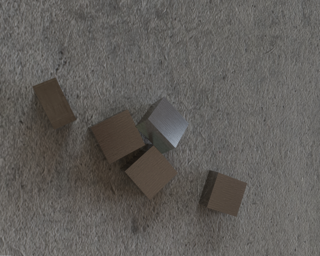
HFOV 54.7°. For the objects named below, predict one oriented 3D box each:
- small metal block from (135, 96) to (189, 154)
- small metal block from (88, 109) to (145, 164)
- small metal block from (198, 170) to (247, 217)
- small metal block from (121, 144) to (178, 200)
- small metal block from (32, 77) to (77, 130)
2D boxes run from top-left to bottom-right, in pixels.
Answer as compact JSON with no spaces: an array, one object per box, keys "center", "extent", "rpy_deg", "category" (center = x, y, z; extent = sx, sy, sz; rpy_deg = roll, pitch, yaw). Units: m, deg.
[{"center":[0.004,-0.004,0.399],"extent":[0.050,0.025,0.050],"rpy_deg":[47,45,-14],"category":"small metal block"},{"center":[-0.054,0.010,0.389],"extent":[0.050,0.025,0.050],"rpy_deg":[-28,100,-18],"category":"small metal block"},{"center":[0.090,0.093,0.442],"extent":[0.050,0.025,0.050],"rpy_deg":[22,83,-19],"category":"small metal block"},{"center":[-0.014,0.056,0.404],"extent":[0.050,0.025,0.050],"rpy_deg":[-42,104,-15],"category":"small metal block"},{"center":[-0.120,-0.026,0.351],"extent":[0.025,0.050,0.050],"rpy_deg":[-27,99,-18],"category":"small metal block"}]
